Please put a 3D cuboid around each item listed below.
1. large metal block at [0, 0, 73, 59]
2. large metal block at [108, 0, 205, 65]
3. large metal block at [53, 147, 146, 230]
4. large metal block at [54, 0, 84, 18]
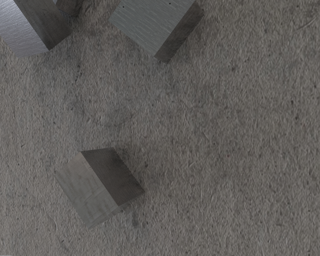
[{"bbox_3d":[-0.184,-0.149,0.428,0.080,0.050,0.080,1,133,38],"label":"large metal block"},{"bbox_3d":[-0.004,-0.142,0.397,0.080,0.050,0.080,41,103,15],"label":"large metal block"},{"bbox_3d":[-0.076,0.074,0.407,0.050,0.080,0.080,-41,77,15],"label":"large metal block"},{"bbox_3d":[-0.150,-0.219,0.449,0.080,0.050,0.080,29,99,17],"label":"large metal block"}]
